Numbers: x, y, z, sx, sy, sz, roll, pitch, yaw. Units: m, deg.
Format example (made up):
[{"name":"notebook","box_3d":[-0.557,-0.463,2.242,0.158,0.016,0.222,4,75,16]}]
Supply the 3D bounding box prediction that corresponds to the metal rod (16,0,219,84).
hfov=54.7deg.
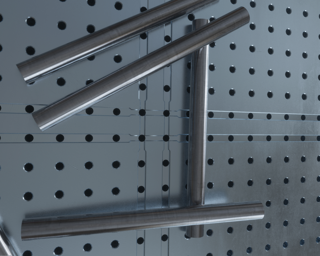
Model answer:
[{"name":"metal rod","box_3d":[-0.033,-0.131,0.400,0.302,0.025,0.025,-29,100,-18]}]

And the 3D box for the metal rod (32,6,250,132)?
[{"name":"metal rod","box_3d":[-0.014,-0.080,0.391,0.302,0.025,0.025,-30,100,-12]}]

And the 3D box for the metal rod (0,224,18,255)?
[{"name":"metal rod","box_3d":[-0.184,0.125,0.344,0.025,0.025,0.299,-27,99,-18]}]

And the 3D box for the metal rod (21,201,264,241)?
[{"name":"metal rod","box_3d":[-0.010,0.115,0.391,0.302,0.025,0.025,-1,91,-14]}]

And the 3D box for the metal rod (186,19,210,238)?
[{"name":"metal rod","box_3d":[0.053,0.000,0.433,0.025,0.025,0.298,2,89,-20]}]
